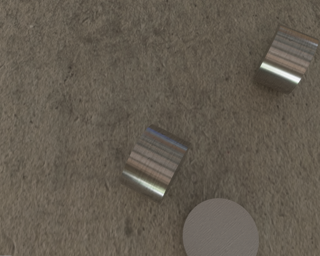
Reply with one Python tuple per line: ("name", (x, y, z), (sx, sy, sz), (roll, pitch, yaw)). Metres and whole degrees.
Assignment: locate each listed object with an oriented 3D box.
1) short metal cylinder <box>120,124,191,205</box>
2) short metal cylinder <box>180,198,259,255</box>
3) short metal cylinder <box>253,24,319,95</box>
("short metal cylinder", (-0.004, 0.042, 0.364), (0.050, 0.080, 0.080), (27, 72, 9))
("short metal cylinder", (0.064, 0.123, 0.351), (0.081, 0.050, 0.080), (0, 70, 0))
("short metal cylinder", (0.165, -0.091, 0.414), (0.050, 0.080, 0.080), (26, 72, 9))
